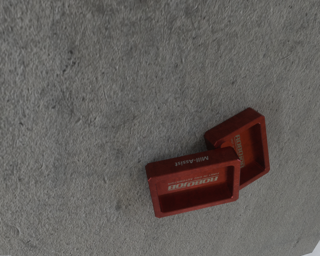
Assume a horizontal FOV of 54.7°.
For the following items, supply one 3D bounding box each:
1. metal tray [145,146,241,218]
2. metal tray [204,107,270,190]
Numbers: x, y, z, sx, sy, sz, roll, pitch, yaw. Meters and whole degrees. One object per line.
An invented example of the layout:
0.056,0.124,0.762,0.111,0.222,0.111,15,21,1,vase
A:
0.050,0.081,0.456,0.131,0.030,0.089,-11,128,-4,metal tray
0.127,0.041,0.498,0.090,0.030,0.129,-29,128,-10,metal tray
